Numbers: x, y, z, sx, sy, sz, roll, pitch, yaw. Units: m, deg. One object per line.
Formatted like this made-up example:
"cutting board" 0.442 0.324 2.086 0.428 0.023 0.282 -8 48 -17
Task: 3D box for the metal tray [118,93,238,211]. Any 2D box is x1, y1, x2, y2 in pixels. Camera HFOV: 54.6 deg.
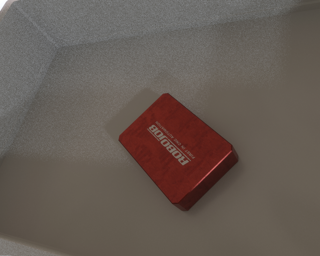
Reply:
"metal tray" 0.018 0.024 0.380 0.090 0.030 0.130 -44 51 -3
